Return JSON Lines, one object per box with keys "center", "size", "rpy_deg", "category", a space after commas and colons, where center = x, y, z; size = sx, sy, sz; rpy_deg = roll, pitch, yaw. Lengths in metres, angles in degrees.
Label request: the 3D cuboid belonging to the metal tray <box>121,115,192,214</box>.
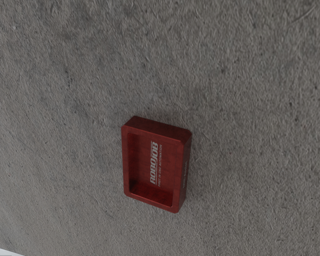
{"center": [-0.007, 0.054, 0.440], "size": [0.090, 0.030, 0.129], "rpy_deg": [15, 125, 19], "category": "metal tray"}
